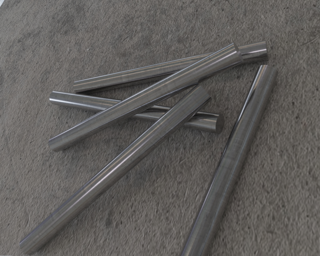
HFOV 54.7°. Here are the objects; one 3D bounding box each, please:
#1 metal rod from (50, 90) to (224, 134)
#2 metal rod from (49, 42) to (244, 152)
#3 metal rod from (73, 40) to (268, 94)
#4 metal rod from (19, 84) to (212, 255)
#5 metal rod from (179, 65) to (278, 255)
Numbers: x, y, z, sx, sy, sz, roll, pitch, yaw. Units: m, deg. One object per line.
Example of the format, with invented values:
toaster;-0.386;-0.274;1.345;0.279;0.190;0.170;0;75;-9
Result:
metal rod;-0.053;-0.028;0.449;0.300;0.025;0.025;11;67;32
metal rod;-0.036;-0.029;0.408;0.300;0.025;0.025;-24;53;26
metal rod;0.000;-0.083;0.454;0.300;0.025;0.025;-7;59;24
metal rod;-0.059;0.055;0.382;0.300;0.025;0.025;-41;51;7
metal rod;0.067;0.059;0.332;0.025;0.025;0.300;15;69;34
